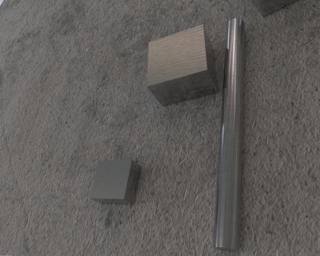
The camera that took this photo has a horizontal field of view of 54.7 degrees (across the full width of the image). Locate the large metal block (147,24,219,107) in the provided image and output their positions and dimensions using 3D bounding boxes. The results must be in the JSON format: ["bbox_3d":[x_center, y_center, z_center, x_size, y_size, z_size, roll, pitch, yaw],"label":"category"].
[{"bbox_3d":[0.031,-0.084,0.423,0.080,0.050,0.080,-13,56,21],"label":"large metal block"}]

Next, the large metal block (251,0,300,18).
[{"bbox_3d":[0.164,-0.214,0.434,0.080,0.050,0.080,-23,53,14],"label":"large metal block"}]

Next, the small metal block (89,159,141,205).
[{"bbox_3d":[-0.056,0.068,0.391,0.050,0.025,0.050,-5,59,25],"label":"small metal block"}]

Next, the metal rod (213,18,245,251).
[{"bbox_3d":[0.085,-0.014,0.367,0.025,0.025,0.300,-5,59,25],"label":"metal rod"}]
